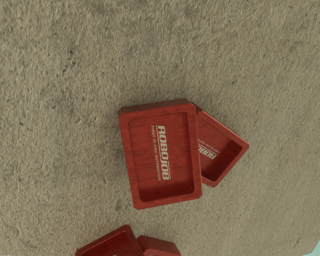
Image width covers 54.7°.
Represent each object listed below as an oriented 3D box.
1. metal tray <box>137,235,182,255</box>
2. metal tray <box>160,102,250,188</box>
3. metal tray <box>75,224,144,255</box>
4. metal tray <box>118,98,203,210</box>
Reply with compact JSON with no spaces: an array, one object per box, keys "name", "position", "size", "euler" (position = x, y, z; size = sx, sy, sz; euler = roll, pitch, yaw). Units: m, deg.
[{"name":"metal tray","position":[-0.035,0.252,0.540],"size":[0.090,0.030,0.130],"euler":[30,101,-38]},{"name":"metal tray","position":[0.063,0.029,0.455],"size":[0.131,0.030,0.090],"euler":[30,102,-38]},{"name":"metal tray","position":[-0.059,0.210,0.436],"size":[0.091,0.130,0.030],"euler":[-25,128,-13]},{"name":"metal tray","position":[0.002,0.033,0.391],"size":[0.091,0.030,0.129],"euler":[-9,109,-6]}]
